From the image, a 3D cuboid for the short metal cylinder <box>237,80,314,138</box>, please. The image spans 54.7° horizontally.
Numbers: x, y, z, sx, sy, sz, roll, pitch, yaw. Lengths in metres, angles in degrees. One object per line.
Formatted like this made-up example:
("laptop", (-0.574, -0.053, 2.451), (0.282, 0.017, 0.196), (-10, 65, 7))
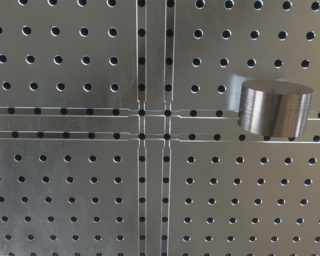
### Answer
("short metal cylinder", (0.138, -0.026, 0.377), (0.081, 0.080, 0.050), (2, 110, -1))
